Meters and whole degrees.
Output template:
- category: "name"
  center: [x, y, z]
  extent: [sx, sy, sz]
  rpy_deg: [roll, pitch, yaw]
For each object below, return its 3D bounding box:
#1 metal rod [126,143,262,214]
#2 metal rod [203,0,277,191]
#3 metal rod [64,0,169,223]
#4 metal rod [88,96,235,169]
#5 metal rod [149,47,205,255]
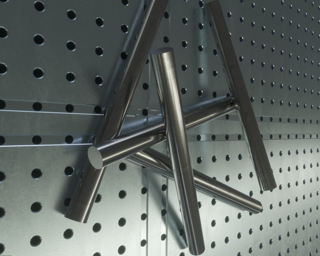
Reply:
- category: "metal rod"
  center: [0.066, 0.083, 0.467]
  extent: [0.301, 0.025, 0.025]
  rpy_deg: [29, 72, -37]
- category: "metal rod"
  center: [0.124, -0.049, 0.479]
  extent: [0.025, 0.025, 0.298]
  rpy_deg: [-18, 90, -39]
- category: "metal rod"
  center: [-0.045, -0.038, 0.372]
  extent: [0.025, 0.025, 0.299]
  rpy_deg: [30, 71, -37]
- category: "metal rod"
  center: [0.035, -0.009, 0.422]
  extent: [0.302, 0.025, 0.025]
  rpy_deg: [-21, 104, -44]
- category: "metal rod"
  center: [0.028, 0.049, 0.390]
  extent: [0.025, 0.025, 0.298]
  rpy_deg: [-33, 124, -35]
